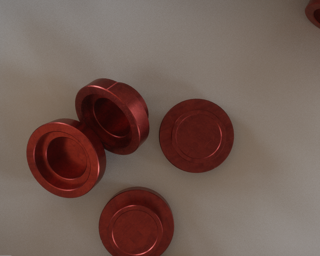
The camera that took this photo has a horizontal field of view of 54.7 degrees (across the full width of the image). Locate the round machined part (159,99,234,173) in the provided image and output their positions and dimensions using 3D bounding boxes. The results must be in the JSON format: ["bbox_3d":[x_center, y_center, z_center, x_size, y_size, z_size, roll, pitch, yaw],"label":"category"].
[{"bbox_3d":[0.048,0.010,0.404,0.099,0.042,0.097,0,90,-1],"label":"round machined part"}]

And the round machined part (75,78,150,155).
[{"bbox_3d":[-0.054,-0.018,0.384,0.098,0.097,0.042,45,48,-1],"label":"round machined part"}]

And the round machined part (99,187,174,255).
[{"bbox_3d":[-0.031,0.129,0.403,0.099,0.042,0.097,0,90,-1],"label":"round machined part"}]

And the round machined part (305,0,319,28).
[{"bbox_3d":[0.234,-0.145,0.376,0.098,0.098,0.042,28,98,-1],"label":"round machined part"}]

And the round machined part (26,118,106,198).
[{"bbox_3d":[-0.113,0.035,0.391,0.098,0.042,0.097,4,106,15],"label":"round machined part"}]
